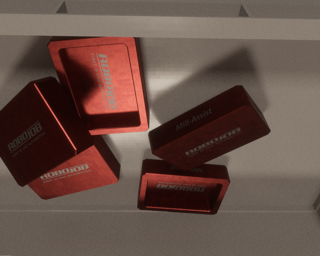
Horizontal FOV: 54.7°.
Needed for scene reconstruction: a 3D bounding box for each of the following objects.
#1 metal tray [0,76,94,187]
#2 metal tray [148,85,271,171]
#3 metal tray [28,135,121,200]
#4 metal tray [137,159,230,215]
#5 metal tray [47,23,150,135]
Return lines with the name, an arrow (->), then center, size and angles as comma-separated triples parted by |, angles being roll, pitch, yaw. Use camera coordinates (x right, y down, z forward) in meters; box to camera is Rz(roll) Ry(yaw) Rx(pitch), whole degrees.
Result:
metal tray -> -0.148, 0.009, 0.368 | 0.130, 0.030, 0.090 | -28, 94, 35
metal tray -> 0.063, 0.006, 0.393 | 0.130, 0.030, 0.090 | -28, 145, 21
metal tray -> -0.135, 0.055, 0.451 | 0.130, 0.030, 0.090 | -15, 129, 12
metal tray -> 0.034, 0.095, 0.486 | 0.131, 0.030, 0.089 | 5, 130, -5
metal tray -> -0.064, -0.051, 0.361 | 0.091, 0.030, 0.129 | -4, 130, 3
